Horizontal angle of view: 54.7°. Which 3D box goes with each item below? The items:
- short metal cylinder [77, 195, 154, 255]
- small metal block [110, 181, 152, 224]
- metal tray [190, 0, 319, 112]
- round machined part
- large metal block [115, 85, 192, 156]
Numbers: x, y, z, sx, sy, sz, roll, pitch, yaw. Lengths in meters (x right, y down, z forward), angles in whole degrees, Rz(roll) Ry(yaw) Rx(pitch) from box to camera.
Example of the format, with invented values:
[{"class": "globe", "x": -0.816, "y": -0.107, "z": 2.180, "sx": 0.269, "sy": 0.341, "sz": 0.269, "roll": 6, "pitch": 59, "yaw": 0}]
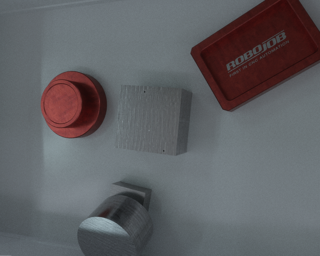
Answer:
[{"class": "short metal cylinder", "x": -0.055, "y": 0.132, "z": 0.390, "sx": 0.080, "sy": 0.050, "sz": 0.079, "roll": 7, "pitch": 111, "yaw": 20}, {"class": "small metal block", "x": -0.043, "y": 0.105, "z": 0.425, "sx": 0.050, "sy": 0.025, "sz": 0.050, "roll": 11, "pitch": 92, "yaw": 19}, {"class": "metal tray", "x": 0.114, "y": -0.088, "z": 0.367, "sx": 0.130, "sy": 0.030, "sz": 0.090, "roll": -30, "pitch": 80, "yaw": 17}, {"class": "round machined part", "x": -0.130, "y": -0.034, "z": 0.446, "sx": 0.098, "sy": 0.042, "sz": 0.097, "roll": 0, "pitch": 90, "yaw": 19}, {"class": "large metal block", "x": -0.007, "y": -0.011, "z": 0.399, "sx": 0.080, "sy": 0.050, "sz": 0.079, "roll": 6, "pitch": 92, "yaw": 19}]
